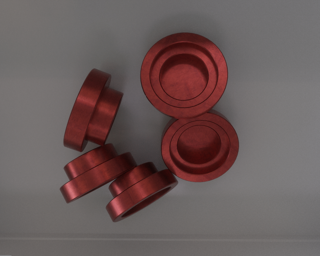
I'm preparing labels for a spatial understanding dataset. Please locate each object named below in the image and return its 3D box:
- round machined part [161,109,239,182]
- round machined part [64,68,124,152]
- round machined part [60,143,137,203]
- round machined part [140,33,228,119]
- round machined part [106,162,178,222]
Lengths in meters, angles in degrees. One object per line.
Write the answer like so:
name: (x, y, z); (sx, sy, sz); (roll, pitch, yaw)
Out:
round machined part: (0.050, 0.019, 0.409); (0.099, 0.042, 0.097); (0, 110, 0)
round machined part: (-0.074, -0.017, 0.365); (0.042, 0.098, 0.097); (21, 109, -7)
round machined part: (-0.082, 0.053, 0.396); (0.098, 0.098, 0.042); (-30, 84, 10)
round machined part: (0.028, -0.059, 0.368); (0.099, 0.042, 0.097); (0, 86, 5)
round machined part: (-0.028, 0.080, 0.411); (0.098, 0.098, 0.042); (-36, 73, 12)
